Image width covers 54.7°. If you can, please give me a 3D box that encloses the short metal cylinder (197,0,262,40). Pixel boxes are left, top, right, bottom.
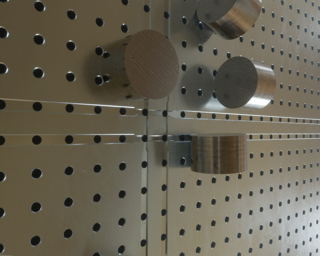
[{"bbox_3d":[0.102,-0.180,0.461,0.050,0.080,0.080,23,76,-38],"label":"short metal cylinder"}]

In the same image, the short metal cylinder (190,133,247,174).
[{"bbox_3d":[0.084,0.034,0.447,0.081,0.080,0.050,-3,93,-40],"label":"short metal cylinder"}]

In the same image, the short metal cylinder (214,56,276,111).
[{"bbox_3d":[0.133,-0.068,0.487,0.050,0.080,0.079,2,89,-40],"label":"short metal cylinder"}]

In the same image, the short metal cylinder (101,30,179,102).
[{"bbox_3d":[-0.023,-0.073,0.375,0.081,0.050,0.079,0,90,-40],"label":"short metal cylinder"}]
